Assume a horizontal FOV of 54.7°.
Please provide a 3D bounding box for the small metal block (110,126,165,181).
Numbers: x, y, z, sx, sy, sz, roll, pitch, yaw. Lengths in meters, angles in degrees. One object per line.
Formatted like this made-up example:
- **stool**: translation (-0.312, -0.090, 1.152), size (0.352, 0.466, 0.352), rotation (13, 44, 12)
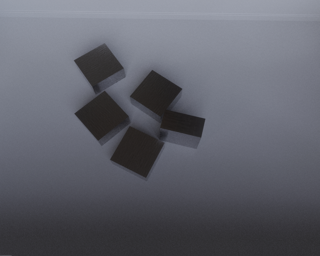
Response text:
- **small metal block**: translation (-0.028, 0.033, 0.397), size (0.050, 0.025, 0.050), rotation (26, 72, 9)

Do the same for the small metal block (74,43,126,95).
- **small metal block**: translation (-0.085, -0.084, 0.440), size (0.050, 0.025, 0.050), rotation (-33, 74, -11)

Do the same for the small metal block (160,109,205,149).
- **small metal block**: translation (0.028, 0.003, 0.395), size (0.050, 0.050, 0.025), rotation (13, 71, 5)

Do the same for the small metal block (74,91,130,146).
- **small metal block**: translation (-0.076, -0.013, 0.414), size (0.050, 0.025, 0.050), rotation (-40, 75, -13)

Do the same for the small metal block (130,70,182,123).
- **small metal block**: translation (-0.005, -0.043, 0.425), size (0.050, 0.025, 0.050), rotation (34, 73, 11)
